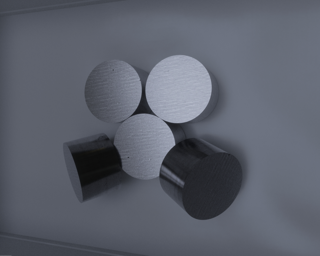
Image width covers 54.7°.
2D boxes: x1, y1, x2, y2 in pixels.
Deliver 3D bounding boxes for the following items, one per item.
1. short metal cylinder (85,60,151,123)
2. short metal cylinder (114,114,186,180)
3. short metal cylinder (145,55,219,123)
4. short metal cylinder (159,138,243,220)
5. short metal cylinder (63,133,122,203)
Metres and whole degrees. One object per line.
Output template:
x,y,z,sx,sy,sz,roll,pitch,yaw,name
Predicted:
-0.051,-0.046,0.412,0.080,0.050,0.079,0,90,19,short metal cylinder
-0.011,0.022,0.397,0.080,0.050,0.079,0,90,19,short metal cylinder
0.029,-0.046,0.385,0.080,0.050,0.079,0,90,19,short metal cylinder
0.047,0.057,0.356,0.050,0.081,0.080,30,103,57,short metal cylinder
-0.089,0.051,0.404,0.050,0.080,0.080,-16,83,-26,short metal cylinder
